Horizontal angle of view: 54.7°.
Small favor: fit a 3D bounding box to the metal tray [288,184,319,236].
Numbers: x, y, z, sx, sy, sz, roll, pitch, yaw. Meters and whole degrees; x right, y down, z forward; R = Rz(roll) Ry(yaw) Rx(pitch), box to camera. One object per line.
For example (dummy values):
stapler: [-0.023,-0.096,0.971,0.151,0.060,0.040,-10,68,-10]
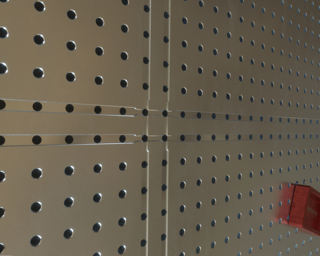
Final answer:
metal tray: [0.340,0.188,0.696,0.131,0.030,0.090,30,72,-36]
